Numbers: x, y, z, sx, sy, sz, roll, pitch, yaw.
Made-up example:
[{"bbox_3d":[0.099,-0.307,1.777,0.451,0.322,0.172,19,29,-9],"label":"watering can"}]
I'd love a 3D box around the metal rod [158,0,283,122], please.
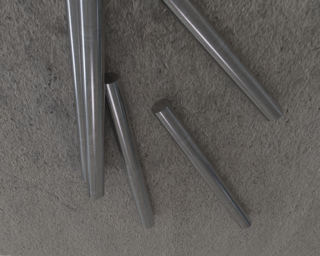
[{"bbox_3d":[0.042,-0.102,0.320,0.025,0.025,0.301,-35,122,26],"label":"metal rod"}]

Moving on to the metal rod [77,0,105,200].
[{"bbox_3d":[-0.077,-0.018,0.362,0.025,0.025,0.298,5,130,-4],"label":"metal rod"}]

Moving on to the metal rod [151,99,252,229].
[{"bbox_3d":[0.076,0.071,0.467,0.025,0.025,0.300,-24,126,19],"label":"metal rod"}]

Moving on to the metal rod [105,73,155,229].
[{"bbox_3d":[-0.040,0.055,0.453,0.025,0.025,0.298,-6,130,5],"label":"metal rod"}]

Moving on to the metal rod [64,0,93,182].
[{"bbox_3d":[-0.091,-0.040,0.371,0.025,0.025,0.298,4,130,-4],"label":"metal rod"}]
